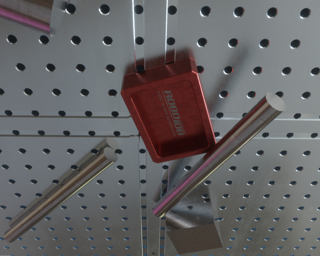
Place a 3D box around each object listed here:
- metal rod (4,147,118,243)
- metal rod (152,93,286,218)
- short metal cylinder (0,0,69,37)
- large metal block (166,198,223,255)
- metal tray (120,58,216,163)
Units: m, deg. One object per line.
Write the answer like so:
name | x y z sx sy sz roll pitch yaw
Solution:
metal rod | -0.175 0.120 0.511 0.025 0.025 0.299 37 121 -27
metal rod | 0.059 0.058 0.428 0.025 0.025 0.298 19 138 -16
short metal cylinder | -0.108 -0.126 0.267 0.050 0.080 0.079 17 128 -14
large metal block | 0.060 0.174 0.544 0.080 0.050 0.080 -14 129 11
metal tray | 0.016 -0.016 0.395 0.090 0.030 0.129 -14 129 11
